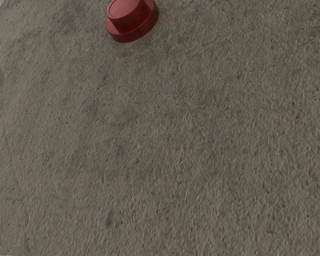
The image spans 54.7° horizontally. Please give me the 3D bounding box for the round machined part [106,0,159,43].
[{"bbox_3d":[-0.054,-0.202,0.546,0.098,0.042,0.098,-13,56,21],"label":"round machined part"}]
